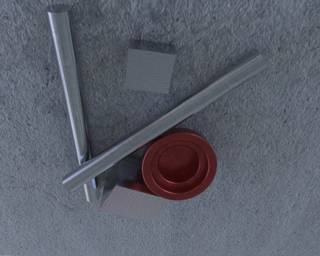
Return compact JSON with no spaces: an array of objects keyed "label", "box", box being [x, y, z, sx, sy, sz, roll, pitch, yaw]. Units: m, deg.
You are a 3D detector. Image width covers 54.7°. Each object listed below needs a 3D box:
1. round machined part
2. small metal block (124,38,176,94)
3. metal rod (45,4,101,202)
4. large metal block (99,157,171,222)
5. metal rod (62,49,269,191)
[{"label":"round machined part","box":[0.024,0.045,0.421,0.099,0.042,0.097,-2,109,-5]},{"label":"small metal block","box":[-0.012,-0.069,0.348,0.050,0.025,0.050,6,130,-6]},{"label":"metal rod","box":[-0.104,-0.004,0.401,0.025,0.025,0.298,1,130,-1]},{"label":"large metal block","box":[-0.036,0.093,0.462,0.081,0.050,0.080,19,136,-16]},{"label":"metal rod","box":[-0.006,0.000,0.388,0.300,0.025,0.025,-33,123,17]}]
